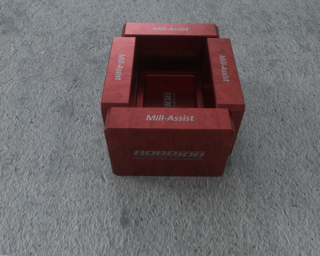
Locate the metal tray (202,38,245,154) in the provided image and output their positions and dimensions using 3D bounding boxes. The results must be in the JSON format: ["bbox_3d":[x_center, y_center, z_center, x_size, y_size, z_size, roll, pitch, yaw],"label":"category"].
[{"bbox_3d":[0.075,-0.042,0.398,0.030,0.089,0.130,1,50,0],"label":"metal tray"}]

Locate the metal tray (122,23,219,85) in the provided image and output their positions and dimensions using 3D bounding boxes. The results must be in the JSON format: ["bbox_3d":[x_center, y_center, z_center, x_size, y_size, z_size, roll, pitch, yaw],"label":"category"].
[{"bbox_3d":[0.014,-0.105,0.450,0.131,0.089,0.030,1,50,0],"label":"metal tray"}]

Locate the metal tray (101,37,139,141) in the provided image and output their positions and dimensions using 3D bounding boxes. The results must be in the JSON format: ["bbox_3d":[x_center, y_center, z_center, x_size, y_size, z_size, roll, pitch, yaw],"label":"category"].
[{"bbox_3d":[-0.047,-0.044,0.398,0.030,0.089,0.130,1,50,0],"label":"metal tray"}]

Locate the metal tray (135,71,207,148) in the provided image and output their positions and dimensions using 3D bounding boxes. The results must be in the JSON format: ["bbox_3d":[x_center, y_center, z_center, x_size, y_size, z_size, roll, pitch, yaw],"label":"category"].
[{"bbox_3d":[0.014,-0.024,0.422,0.091,0.030,0.130,1,50,0],"label":"metal tray"}]

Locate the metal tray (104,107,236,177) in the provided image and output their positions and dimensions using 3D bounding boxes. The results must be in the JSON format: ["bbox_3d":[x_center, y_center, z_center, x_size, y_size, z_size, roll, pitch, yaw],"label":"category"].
[{"bbox_3d":[0.010,0.018,0.346,0.131,0.089,0.030,1,50,0],"label":"metal tray"}]
